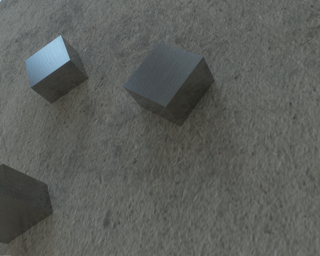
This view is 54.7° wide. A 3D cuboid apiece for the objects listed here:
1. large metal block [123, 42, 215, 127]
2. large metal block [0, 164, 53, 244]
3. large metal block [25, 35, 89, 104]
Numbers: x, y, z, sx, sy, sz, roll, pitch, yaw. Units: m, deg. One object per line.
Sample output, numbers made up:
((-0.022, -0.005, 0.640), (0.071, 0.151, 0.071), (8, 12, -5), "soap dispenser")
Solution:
((0.012, -0.060, 0.417), (0.080, 0.050, 0.080), (29, 77, 37), "large metal block")
((-0.206, 0.103, 0.411), (0.080, 0.080, 0.050), (-35, 52, 5), "large metal block")
((-0.182, -0.103, 0.544), (0.080, 0.050, 0.080), (-34, 52, 6), "large metal block")
